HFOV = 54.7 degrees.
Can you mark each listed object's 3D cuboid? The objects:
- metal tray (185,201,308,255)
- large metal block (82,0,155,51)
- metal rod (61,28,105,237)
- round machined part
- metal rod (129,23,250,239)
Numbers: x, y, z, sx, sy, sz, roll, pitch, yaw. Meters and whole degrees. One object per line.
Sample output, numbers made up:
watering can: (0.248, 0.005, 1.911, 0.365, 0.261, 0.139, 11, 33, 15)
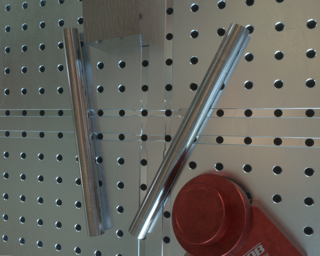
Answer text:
metal tray: (0.098, 0.163, 0.375, 0.130, 0.030, 0.090, -45, 77, 14)
large metal block: (-0.055, -0.154, 0.418, 0.080, 0.050, 0.079, -3, 89, 19)
metal rod: (-0.112, 0.004, 0.450, 0.025, 0.025, 0.298, -9, 87, 19)
round machined part: (0.053, 0.102, 0.363, 0.098, 0.042, 0.098, -17, 60, 32)
metal rod: (0.033, 0.010, 0.400, 0.025, 0.025, 0.298, 29, 99, 17)
